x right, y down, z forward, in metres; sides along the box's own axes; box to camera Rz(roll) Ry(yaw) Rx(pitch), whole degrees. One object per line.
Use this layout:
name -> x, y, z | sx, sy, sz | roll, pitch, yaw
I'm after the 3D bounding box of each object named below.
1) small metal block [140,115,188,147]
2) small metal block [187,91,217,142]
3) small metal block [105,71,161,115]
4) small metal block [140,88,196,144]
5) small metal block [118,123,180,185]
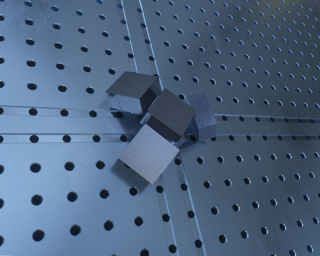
small metal block -> 0.004, -0.003, 0.412 | 0.050, 0.025, 0.050 | 1, 64, -27
small metal block -> 0.058, -0.015, 0.428 | 0.025, 0.050, 0.050 | -17, 67, 0
small metal block -> -0.034, -0.047, 0.402 | 0.050, 0.025, 0.050 | 14, 47, 24
small metal block -> 0.011, -0.015, 0.390 | 0.050, 0.025, 0.050 | 36, 51, -5
small metal block -> -0.013, 0.030, 0.366 | 0.050, 0.025, 0.050 | 38, 88, -2
